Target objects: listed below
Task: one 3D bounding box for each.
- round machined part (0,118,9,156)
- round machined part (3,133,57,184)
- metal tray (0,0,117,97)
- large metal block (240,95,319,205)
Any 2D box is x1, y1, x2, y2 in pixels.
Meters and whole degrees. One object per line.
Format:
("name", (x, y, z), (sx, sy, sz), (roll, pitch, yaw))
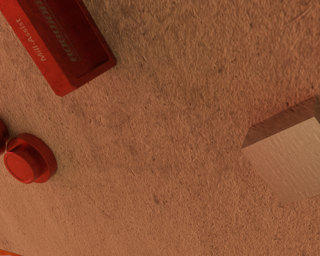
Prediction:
("round machined part", (-0.318, 0.009, 0.565), (0.098, 0.042, 0.097), (13, 123, 21))
("round machined part", (-0.239, 0.061, 0.556), (0.098, 0.042, 0.097), (13, 124, 20))
("metal tray", (-0.114, -0.111, 0.353), (0.030, 0.090, 0.130), (-19, 109, 35))
("large metal block", (0.147, 0.025, 0.328), (0.080, 0.050, 0.080), (-32, 101, 38))
